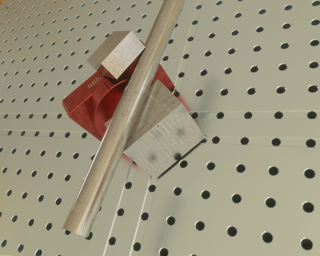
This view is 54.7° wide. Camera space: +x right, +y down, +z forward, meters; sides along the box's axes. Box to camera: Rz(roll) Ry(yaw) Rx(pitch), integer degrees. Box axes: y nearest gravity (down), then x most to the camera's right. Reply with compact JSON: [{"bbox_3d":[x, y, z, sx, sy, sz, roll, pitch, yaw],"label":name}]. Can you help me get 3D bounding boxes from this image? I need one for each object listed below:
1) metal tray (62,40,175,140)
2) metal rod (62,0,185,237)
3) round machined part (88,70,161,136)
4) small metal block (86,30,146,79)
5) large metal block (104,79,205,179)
[{"bbox_3d":[-0.052,-0.045,0.419,0.130,0.090,0.030,-40,51,1],"label":"metal tray"},{"bbox_3d":[-0.029,-0.034,0.340,0.025,0.025,0.300,7,65,31],"label":"metal rod"},{"bbox_3d":[-0.038,-0.022,0.398,0.098,0.098,0.042,-41,51,0],"label":"round machined part"},{"bbox_3d":[-0.052,-0.086,0.362,0.050,0.025,0.050,-50,33,-10],"label":"small metal block"},{"bbox_3d":[-0.004,0.004,0.368,0.080,0.080,0.050,-40,51,1],"label":"large metal block"}]
